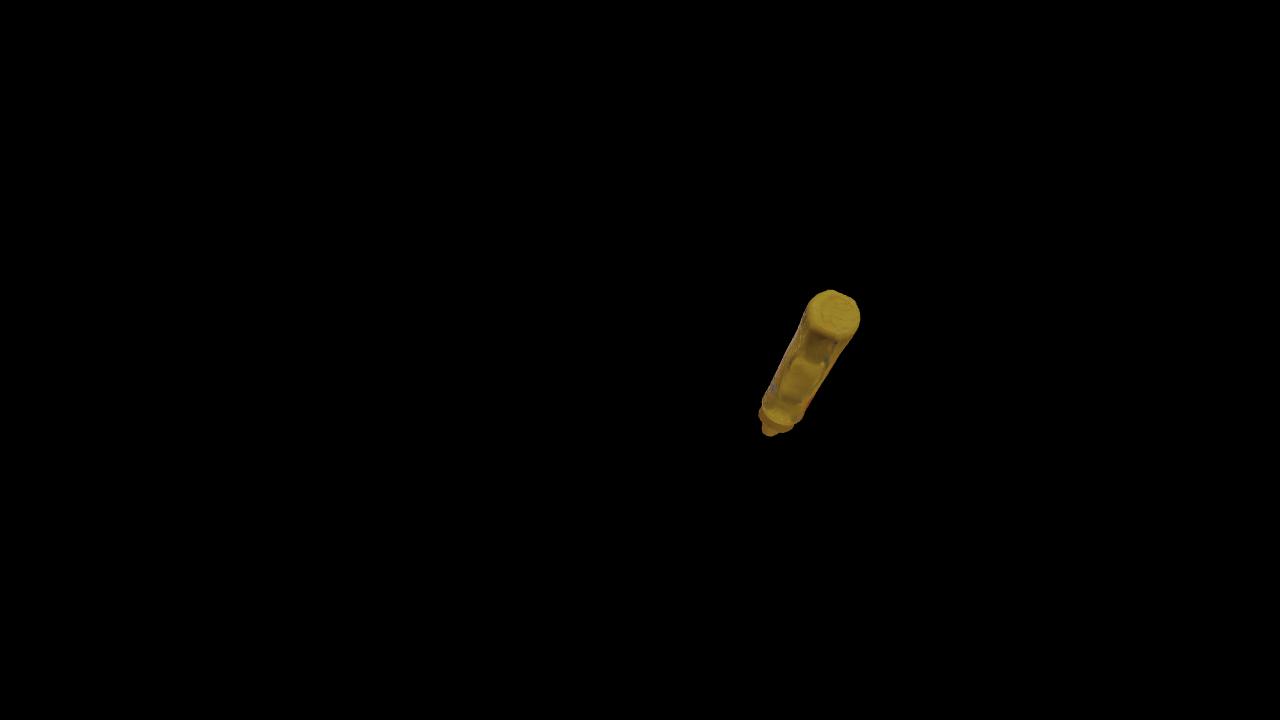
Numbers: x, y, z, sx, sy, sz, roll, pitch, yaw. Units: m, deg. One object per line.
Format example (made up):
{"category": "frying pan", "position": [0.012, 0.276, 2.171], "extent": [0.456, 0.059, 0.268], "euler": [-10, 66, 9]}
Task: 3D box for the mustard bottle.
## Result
{"category": "mustard bottle", "position": [0.172, 0.018, 0.667], "extent": [0.054, 0.184, 0.092], "euler": [24, 40, 7]}
